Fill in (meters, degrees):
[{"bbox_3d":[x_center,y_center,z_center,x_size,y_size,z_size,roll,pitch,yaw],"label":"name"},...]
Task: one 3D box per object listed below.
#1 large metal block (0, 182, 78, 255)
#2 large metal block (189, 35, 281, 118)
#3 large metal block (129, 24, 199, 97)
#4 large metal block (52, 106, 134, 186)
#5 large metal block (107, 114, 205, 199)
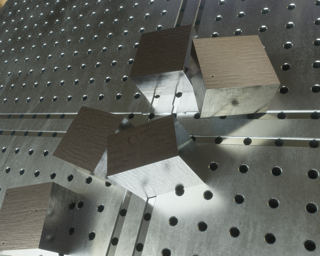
[{"bbox_3d":[-0.162,0.121,0.405,0.080,0.050,0.080,-12,57,22],"label":"large metal block"},{"bbox_3d":[0.083,-0.062,0.368,0.080,0.050,0.080,-5,56,-5],"label":"large metal block"},{"bbox_3d":[0.012,-0.095,0.445,0.080,0.050,0.080,-2,61,27],"label":"large metal block"},{"bbox_3d":[-0.085,0.023,0.424,0.080,0.050,0.080,15,69,34],"label":"large metal block"},{"bbox_3d":[-0.004,0.037,0.353,0.080,0.080,0.050,-18,55,18],"label":"large metal block"}]
